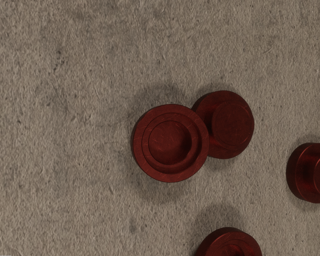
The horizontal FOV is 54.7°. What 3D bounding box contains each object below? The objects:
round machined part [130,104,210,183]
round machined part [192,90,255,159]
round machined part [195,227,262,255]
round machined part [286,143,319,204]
[{"bbox_3d":[0.011,0.018,0.401,0.099,0.042,0.097,0,92,-13],"label":"round machined part"},{"bbox_3d":[0.092,-0.004,0.436,0.099,0.042,0.097,0,90,-21],"label":"round machined part"},{"bbox_3d":[0.091,0.188,0.435,0.099,0.042,0.097,0,90,-21],"label":"round machined part"},{"bbox_3d":[0.257,0.073,0.497,0.099,0.042,0.097,0,90,-21],"label":"round machined part"}]
